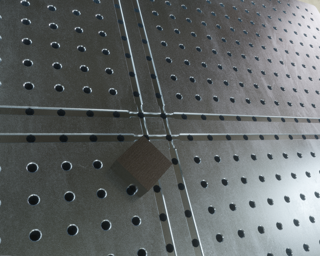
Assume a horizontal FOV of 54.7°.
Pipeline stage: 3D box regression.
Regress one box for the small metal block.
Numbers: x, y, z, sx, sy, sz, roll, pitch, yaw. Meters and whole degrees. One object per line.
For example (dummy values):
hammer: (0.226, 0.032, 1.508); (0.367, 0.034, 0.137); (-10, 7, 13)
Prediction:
small metal block: (-0.022, 0.045, 0.370); (0.050, 0.025, 0.050); (44, 51, 2)
